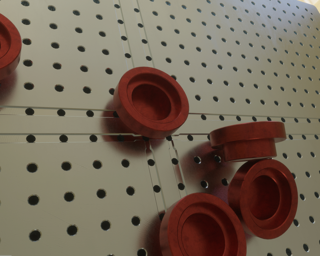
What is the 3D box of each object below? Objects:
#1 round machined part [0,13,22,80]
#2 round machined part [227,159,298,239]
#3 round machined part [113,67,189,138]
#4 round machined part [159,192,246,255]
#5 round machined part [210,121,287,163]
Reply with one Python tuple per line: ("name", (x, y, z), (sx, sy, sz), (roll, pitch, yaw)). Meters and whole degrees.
("round machined part", (-0.207, -0.087, 0.339), (0.099, 0.042, 0.098), (14, 56, -21))
("round machined part", (0.127, 0.088, 0.399), (0.099, 0.042, 0.097), (3, 84, -27))
("round machined part", (-0.014, -0.029, 0.409), (0.099, 0.042, 0.098), (14, 56, -21))
("round machined part", (0.044, 0.125, 0.346), (0.099, 0.042, 0.098), (14, 56, -21))
("round machined part", (0.118, 0.022, 0.417), (0.099, 0.098, 0.042), (1, 78, -28))
